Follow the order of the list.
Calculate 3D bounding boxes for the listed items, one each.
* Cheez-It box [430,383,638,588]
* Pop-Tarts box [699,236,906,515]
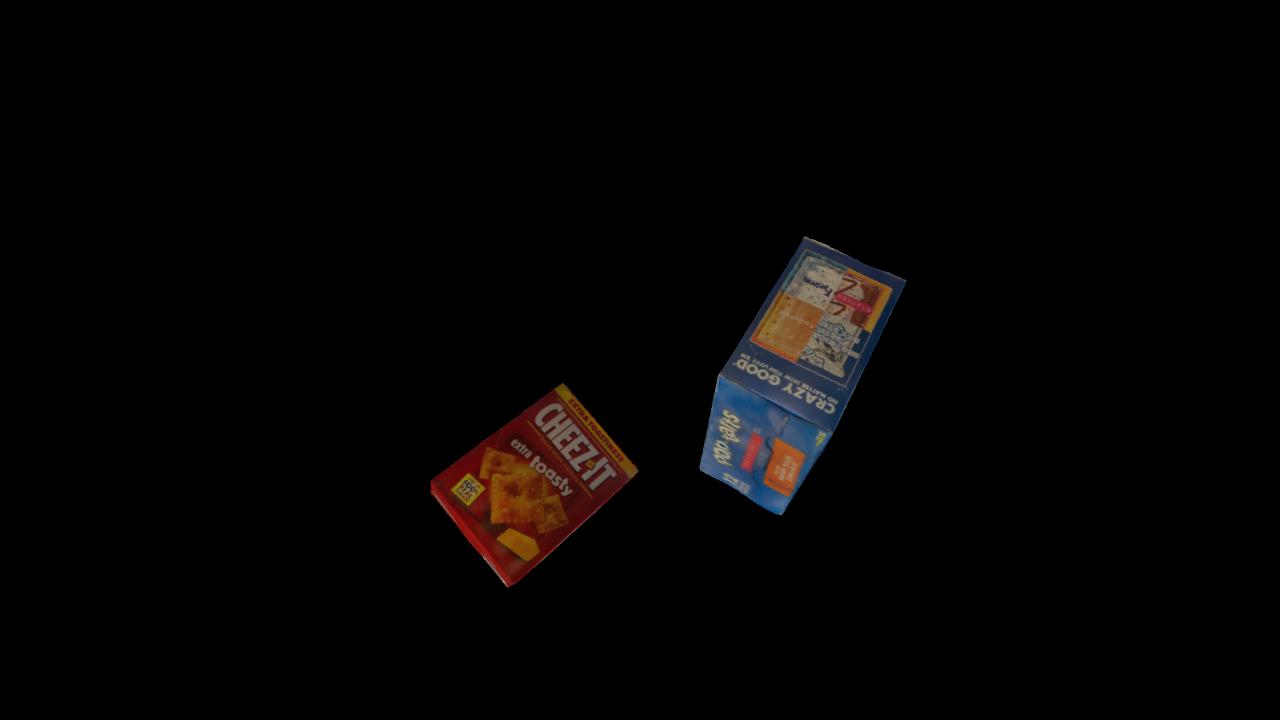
[{"bbox_3d":[-0.137,0.161,0.819,0.223,0.166,0.071,-38,-6,-29],"label":"Cheez-It box"},{"bbox_3d":[0.119,0.019,0.480,0.083,0.141,0.167,27,-28,17],"label":"Pop-Tarts box"}]
